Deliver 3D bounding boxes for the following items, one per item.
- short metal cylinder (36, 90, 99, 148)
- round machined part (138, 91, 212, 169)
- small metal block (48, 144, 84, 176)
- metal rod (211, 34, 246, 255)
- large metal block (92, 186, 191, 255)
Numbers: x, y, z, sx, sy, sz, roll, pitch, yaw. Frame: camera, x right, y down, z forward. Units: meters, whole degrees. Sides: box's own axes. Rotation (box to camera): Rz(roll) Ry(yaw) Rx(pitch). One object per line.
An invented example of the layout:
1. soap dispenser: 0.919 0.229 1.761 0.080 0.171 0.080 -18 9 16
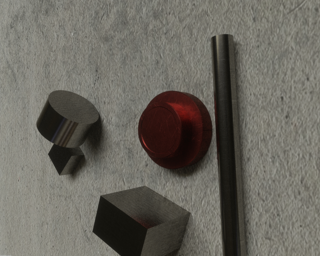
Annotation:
1. short metal cylinder: -0.144 -0.015 0.485 0.080 0.081 0.050 50 119 28
2. round machined part: 0.011 0.002 0.383 0.098 0.042 0.097 0 90 39
3. small metal block: -0.163 0.046 0.537 0.050 0.025 0.050 51 120 27
4. metal rod: 0.077 0.048 0.340 0.025 0.025 0.298 -5 87 39
5. large metal block: -0.023 0.117 0.386 0.080 0.081 0.050 23 105 37
